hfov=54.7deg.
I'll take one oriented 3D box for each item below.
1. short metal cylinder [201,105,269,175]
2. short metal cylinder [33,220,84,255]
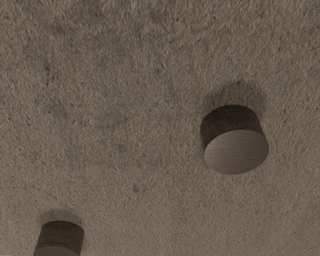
[{"bbox_3d":[0.096,0.016,0.406,0.081,0.050,0.079,0,130,0],"label":"short metal cylinder"},{"bbox_3d":[-0.185,0.215,0.571,0.081,0.050,0.079,0,130,0],"label":"short metal cylinder"}]
